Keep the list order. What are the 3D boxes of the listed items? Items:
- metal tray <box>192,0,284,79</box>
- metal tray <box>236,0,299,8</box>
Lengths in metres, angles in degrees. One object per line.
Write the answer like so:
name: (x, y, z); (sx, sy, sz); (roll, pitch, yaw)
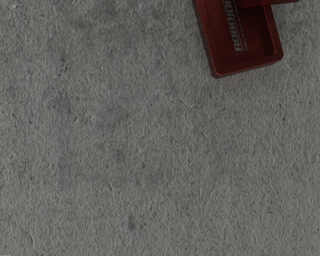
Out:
metal tray: (0.099, -0.139, 0.408); (0.091, 0.030, 0.129); (-15, 90, -1)
metal tray: (0.127, -0.220, 0.388); (0.091, 0.030, 0.129); (-11, 80, -14)
